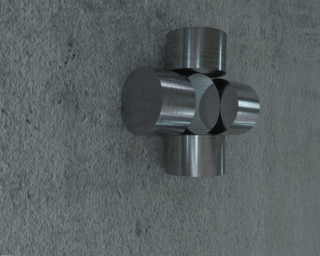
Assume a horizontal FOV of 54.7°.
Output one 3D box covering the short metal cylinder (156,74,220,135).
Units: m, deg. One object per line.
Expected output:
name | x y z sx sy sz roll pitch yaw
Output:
short metal cylinder | 0.037 -0.031 0.423 0.081 0.050 0.079 0 90 -40

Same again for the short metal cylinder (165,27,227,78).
short metal cylinder | 0.048 -0.097 0.411 0.081 0.080 0.050 2 89 -40

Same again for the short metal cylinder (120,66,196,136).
short metal cylinder | -0.004 -0.030 0.369 0.050 0.080 0.079 3 89 -40

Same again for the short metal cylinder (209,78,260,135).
short metal cylinder | 0.097 -0.030 0.454 0.050 0.080 0.079 3 89 -40

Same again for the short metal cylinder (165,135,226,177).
short metal cylinder | 0.046 0.034 0.411 0.081 0.080 0.050 0 89 -40
